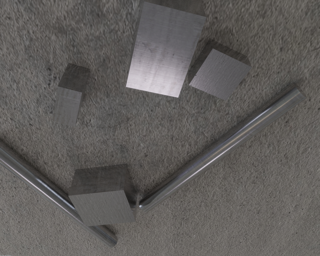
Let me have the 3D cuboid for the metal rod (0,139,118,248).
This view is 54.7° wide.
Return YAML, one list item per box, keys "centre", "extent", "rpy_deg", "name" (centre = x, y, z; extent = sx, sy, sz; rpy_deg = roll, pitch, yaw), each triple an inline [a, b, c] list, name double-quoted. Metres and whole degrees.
- centre: [-0.163, 0.117, 0.505]
  extent: [0.025, 0.025, 0.300]
  rpy_deg: [-23, 127, 18]
  name: "metal rod"

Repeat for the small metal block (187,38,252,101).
- centre: [0.066, -0.065, 0.352]
  extent: [0.050, 0.025, 0.050]
  rpy_deg: [21, 127, -17]
  name: "small metal block"

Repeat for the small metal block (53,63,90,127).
- centre: [-0.102, -0.038, 0.357]
  extent: [0.025, 0.050, 0.050]
  rpy_deg: [14, 129, -12]
  name: "small metal block"

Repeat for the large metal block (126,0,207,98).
- centre: [0.003, -0.089, 0.296]
  extent: [0.050, 0.080, 0.079]
  rpy_deg: [11, 129, -9]
  name: "large metal block"

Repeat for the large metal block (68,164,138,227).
- centre: [-0.084, 0.105, 0.479]
  extent: [0.080, 0.050, 0.080]
  rpy_deg: [-7, 130, 6]
  name: "large metal block"

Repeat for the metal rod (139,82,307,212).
- centre: [0.071, 0.042, 0.443]
  extent: [0.025, 0.025, 0.299]
  rpy_deg: [33, 123, -25]
  name: "metal rod"
